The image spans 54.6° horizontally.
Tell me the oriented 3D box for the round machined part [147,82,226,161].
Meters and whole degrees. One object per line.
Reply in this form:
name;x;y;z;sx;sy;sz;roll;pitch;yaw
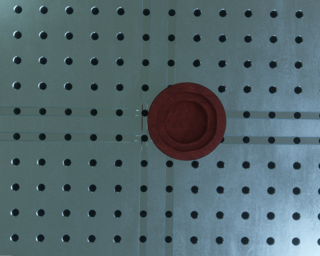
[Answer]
round machined part;0.034;-0.008;0.405;0.099;0.042;0.097;0;90;0
